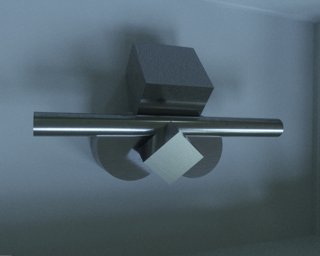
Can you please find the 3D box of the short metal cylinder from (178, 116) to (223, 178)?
[{"bbox_3d":[0.035,0.023,0.410,0.081,0.050,0.079,0,90,-21],"label":"short metal cylinder"}]

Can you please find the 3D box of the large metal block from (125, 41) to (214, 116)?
[{"bbox_3d":[0.008,-0.058,0.378,0.081,0.050,0.080,1,47,-20],"label":"large metal block"}]

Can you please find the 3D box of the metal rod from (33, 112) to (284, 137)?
[{"bbox_3d":[0.015,-0.002,0.363,0.303,0.025,0.025,1,90,-21],"label":"metal rod"}]

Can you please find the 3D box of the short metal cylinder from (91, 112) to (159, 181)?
[{"bbox_3d":[-0.041,0.021,0.382,0.081,0.050,0.079,0,90,-21],"label":"short metal cylinder"}]

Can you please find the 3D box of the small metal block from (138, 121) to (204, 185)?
[{"bbox_3d":[0.012,0.029,0.350,0.050,0.025,0.050,-41,124,6],"label":"small metal block"}]
